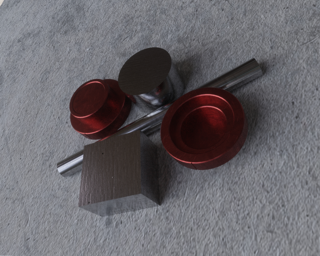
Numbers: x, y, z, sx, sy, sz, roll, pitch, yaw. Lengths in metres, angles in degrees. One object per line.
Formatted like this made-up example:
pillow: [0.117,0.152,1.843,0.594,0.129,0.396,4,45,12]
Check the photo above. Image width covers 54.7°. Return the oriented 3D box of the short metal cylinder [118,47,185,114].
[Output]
short metal cylinder: [-0.011,-0.066,0.435,0.080,0.050,0.080,-13,56,21]

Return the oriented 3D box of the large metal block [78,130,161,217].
large metal block: [-0.048,0.057,0.380,0.080,0.050,0.080,-16,55,19]

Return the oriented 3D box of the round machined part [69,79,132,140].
round machined part: [-0.096,-0.035,0.466,0.098,0.042,0.098,-13,56,21]

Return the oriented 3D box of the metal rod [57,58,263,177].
metal rod: [-0.008,-0.009,0.416,0.300,0.025,0.025,-28,52,10]

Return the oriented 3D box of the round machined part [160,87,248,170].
round machined part: [0.054,0.004,0.363,0.098,0.042,0.098,-13,56,21]
